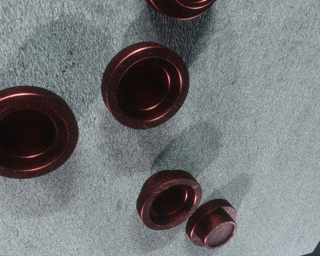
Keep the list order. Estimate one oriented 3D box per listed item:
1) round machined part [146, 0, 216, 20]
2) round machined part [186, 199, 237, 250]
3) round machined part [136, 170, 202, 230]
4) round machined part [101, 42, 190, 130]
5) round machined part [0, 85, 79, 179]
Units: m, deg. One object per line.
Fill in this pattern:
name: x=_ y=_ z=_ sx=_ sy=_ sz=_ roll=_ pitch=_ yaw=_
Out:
round machined part: x=0.029 y=-0.160 z=0.312 sx=0.099 sy=0.042 sz=0.097 roll=-14 pitch=124 yaw=-21
round machined part: x=0.100 y=0.180 z=0.561 sx=0.099 sy=0.042 sz=0.097 roll=-14 pitch=124 yaw=-21
round machined part: x=0.010 y=0.102 z=0.464 sx=0.099 sy=0.042 sz=0.097 roll=-14 pitch=124 yaw=-21
round machined part: x=-0.019 y=-0.050 z=0.354 sx=0.099 sy=0.042 sz=0.097 roll=-14 pitch=124 yaw=-21
round machined part: x=-0.138 y=0.001 z=0.321 sx=0.099 sy=0.042 sz=0.097 roll=-14 pitch=124 yaw=-21
